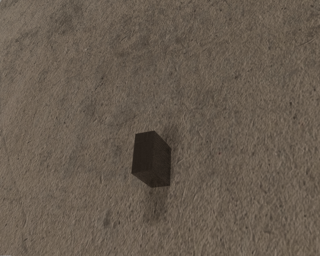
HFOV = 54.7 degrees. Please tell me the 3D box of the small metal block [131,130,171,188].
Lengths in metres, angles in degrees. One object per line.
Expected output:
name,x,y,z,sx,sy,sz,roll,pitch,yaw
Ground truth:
small metal block,-0.008,0.038,0.368,0.025,0.050,0.050,-11,57,22
